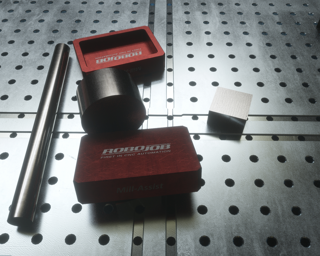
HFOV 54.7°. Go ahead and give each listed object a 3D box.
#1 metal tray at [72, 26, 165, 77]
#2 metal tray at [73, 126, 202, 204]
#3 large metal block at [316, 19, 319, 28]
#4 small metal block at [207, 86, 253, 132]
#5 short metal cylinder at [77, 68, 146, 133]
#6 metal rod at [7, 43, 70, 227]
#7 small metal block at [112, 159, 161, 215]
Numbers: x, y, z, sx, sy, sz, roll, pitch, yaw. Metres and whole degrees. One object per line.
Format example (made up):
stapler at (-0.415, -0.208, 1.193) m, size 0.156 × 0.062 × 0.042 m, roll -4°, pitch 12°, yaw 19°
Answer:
metal tray at (-0.067, -0.119, 0.503) m, size 0.131 × 0.030 × 0.090 m, roll -16°, pitch 52°, yaw -13°
metal tray at (-0.026, 0.038, 0.355) m, size 0.131 × 0.030 × 0.090 m, roll -5°, pitch 32°, yaw -5°
large metal block at (0.353, -0.206, 0.566) m, size 0.080 × 0.050 × 0.080 m, roll -35°, pitch 59°, yaw -26°
small metal block at (0.097, -0.027, 0.431) m, size 0.050 × 0.025 × 0.050 m, roll 16°, pitch 52°, yaw 12°
short metal cylinder at (-0.063, -0.029, 0.396) m, size 0.081 × 0.080 × 0.050 m, roll -13°, pitch 51°, yaw -11°
metal rod at (-0.154, -0.016, 0.420) m, size 0.025 × 0.025 × 0.300 m, roll -2°, pitch 50°, yaw -2°
small metal block at (-0.030, 0.064, 0.353) m, size 0.050 × 0.025 × 0.050 m, roll -15°, pitch 52°, yaw -12°
